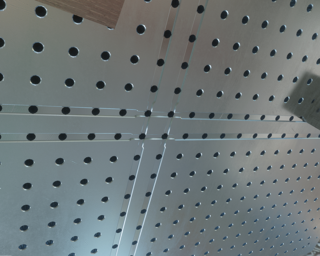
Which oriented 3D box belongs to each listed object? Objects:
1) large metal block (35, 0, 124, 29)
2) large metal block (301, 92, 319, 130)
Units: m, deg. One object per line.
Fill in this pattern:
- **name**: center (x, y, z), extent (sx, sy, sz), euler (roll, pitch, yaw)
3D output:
- **large metal block**: center (-0.070, -0.143, 0.268), extent (0.081, 0.050, 0.080), euler (11, 113, -33)
- **large metal block**: center (0.313, -0.028, 0.547), extent (0.080, 0.050, 0.080), euler (18, 109, -35)
